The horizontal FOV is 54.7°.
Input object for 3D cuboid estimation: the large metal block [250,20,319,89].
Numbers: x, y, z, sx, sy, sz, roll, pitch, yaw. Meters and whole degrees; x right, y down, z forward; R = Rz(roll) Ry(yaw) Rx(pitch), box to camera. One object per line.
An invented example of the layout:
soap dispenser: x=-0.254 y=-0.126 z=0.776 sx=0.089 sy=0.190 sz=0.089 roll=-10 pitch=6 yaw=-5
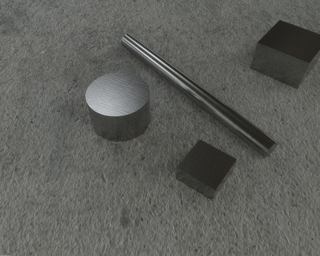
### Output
large metal block: x=0.203 y=-0.118 z=0.489 sx=0.080 sy=0.050 sz=0.080 roll=31 pitch=56 yaw=23

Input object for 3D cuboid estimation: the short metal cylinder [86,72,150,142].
short metal cylinder: x=-0.053 y=-0.029 z=0.410 sx=0.081 sy=0.050 sz=0.080 roll=0 pitch=50 yaw=0

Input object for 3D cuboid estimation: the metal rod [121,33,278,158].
metal rod: x=0.041 y=-0.061 z=0.454 sx=0.025 sy=0.025 sz=0.300 roll=-33 pitch=58 yaw=-25

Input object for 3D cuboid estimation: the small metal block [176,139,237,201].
small metal block: x=0.054 y=0.048 z=0.363 sx=0.050 sy=0.025 sz=0.050 roll=29 pitch=56 yaw=22
